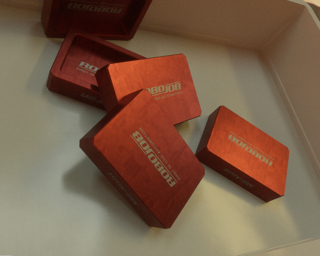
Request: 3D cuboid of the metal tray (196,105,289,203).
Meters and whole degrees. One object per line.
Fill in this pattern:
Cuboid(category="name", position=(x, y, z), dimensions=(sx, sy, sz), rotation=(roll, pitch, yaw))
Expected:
Cuboid(category="metal tray", position=(0.123, 0.036, 0.449), dimensions=(0.130, 0.030, 0.090), rotation=(32, 51, -8))

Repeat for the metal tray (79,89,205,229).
Cuboid(category="metal tray", position=(-0.013, 0.034, 0.341), dimensions=(0.130, 0.030, 0.090), rotation=(54, 54, -19))

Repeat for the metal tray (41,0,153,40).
Cuboid(category="metal tray", position=(-0.085, -0.162, 0.418), dimensions=(0.131, 0.090, 0.030), rotation=(-8, 66, -32))

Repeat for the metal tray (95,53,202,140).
Cuboid(category="metal tray", position=(-0.009, -0.042, 0.398), dimensions=(0.131, 0.030, 0.089), rotation=(-19, 94, -40))

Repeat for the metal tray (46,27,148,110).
Cuboid(category="metal tray", position=(-0.069, -0.070, 0.408), dimensions=(0.131, 0.030, 0.090), rotation=(20, 54, -17))
